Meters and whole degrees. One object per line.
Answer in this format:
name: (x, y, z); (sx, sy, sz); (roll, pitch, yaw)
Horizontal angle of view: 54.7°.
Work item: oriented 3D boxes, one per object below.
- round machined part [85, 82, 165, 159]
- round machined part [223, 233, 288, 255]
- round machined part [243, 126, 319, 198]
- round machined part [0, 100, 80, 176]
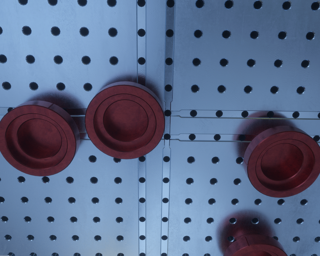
round machined part: (-0.043, -0.012, 0.399); (0.099, 0.042, 0.097); (0, 110, -1)
round machined part: (0.146, 0.205, 0.482); (0.099, 0.042, 0.097); (0, 110, -1)
round machined part: (0.163, 0.042, 0.422); (0.099, 0.042, 0.097); (0, 110, -1)
round machined part: (-0.154, 0.010, 0.406); (0.099, 0.042, 0.097); (0, 110, -1)
